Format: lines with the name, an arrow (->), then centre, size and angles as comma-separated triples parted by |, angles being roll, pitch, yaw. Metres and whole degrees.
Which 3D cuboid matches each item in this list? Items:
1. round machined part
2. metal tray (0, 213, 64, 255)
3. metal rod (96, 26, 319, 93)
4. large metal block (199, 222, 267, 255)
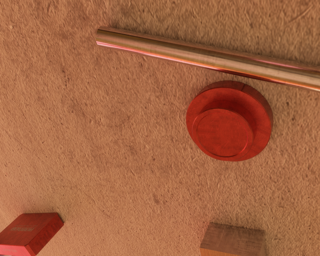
round machined part -> 0.076, -0.001, 0.354 | 0.098, 0.042, 0.097 | 13, 124, 20
metal tray -> -0.275, 0.218, 0.641 | 0.130, 0.090, 0.030 | -11, 113, 32
metal rod -> 0.067, -0.071, 0.326 | 0.301, 0.025, 0.025 | 16, 125, 18
large metal block -> 0.110, 0.190, 0.450 | 0.080, 0.050, 0.080 | 0, 119, 27
